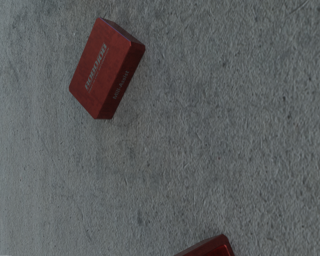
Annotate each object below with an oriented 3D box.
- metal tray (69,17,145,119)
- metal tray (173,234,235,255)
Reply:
[{"bbox_3d":[-0.085,-0.089,0.472,0.090,0.030,0.129,44,116,31],"label":"metal tray"},{"bbox_3d":[0.059,0.185,0.313,0.030,0.091,0.130,-34,69,35],"label":"metal tray"}]
